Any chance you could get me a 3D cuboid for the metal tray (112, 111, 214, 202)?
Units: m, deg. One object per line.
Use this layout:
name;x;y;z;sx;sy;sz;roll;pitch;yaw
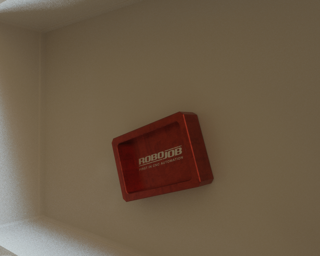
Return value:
metal tray;-0.002;0.040;0.403;0.130;0.030;0.090;-21;77;37
